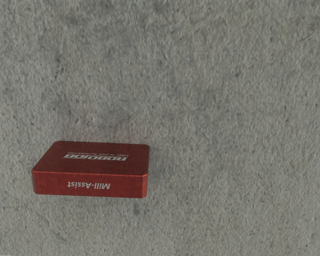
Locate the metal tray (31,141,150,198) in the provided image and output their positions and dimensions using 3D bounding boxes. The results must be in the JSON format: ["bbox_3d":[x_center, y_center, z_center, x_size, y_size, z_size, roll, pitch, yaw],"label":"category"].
[{"bbox_3d":[-0.080,0.049,0.392,0.131,0.090,0.030,3,110,-1],"label":"metal tray"}]
